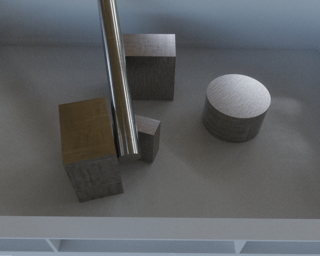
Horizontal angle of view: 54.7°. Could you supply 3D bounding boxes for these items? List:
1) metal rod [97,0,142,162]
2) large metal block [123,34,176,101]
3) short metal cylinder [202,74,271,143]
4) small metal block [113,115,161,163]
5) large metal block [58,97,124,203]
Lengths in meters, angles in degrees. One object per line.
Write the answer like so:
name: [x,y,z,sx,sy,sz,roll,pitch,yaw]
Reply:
metal rod: [-0.058,-0.103,0.385,0.025,0.025,0.299,-8,66,-7]
large metal block: [-0.020,-0.085,0.441,0.081,0.080,0.050,0,50,0]
short metal cylinder: [0.100,-0.026,0.412,0.081,0.050,0.080,0,50,0]
small metal block: [-0.028,0.011,0.377,0.050,0.050,0.025,15,46,11]
large metal block: [-0.076,0.025,0.347,0.050,0.080,0.080,-11,51,-9]
